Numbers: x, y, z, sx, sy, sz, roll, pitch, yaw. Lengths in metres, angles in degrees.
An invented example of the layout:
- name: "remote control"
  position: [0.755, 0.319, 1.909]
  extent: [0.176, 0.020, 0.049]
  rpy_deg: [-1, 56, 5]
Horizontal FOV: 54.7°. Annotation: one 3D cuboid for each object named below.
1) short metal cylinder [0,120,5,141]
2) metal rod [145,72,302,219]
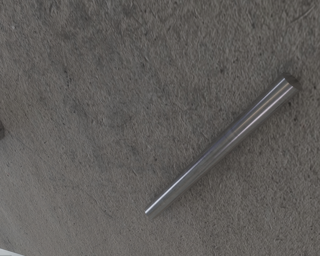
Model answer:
- name: "short metal cylinder"
  position: [-0.337, 0.002, 0.569]
  extent: [0.080, 0.050, 0.079]
  rpy_deg: [13, 124, 21]
- name: "metal rod"
  position: [0.059, 0.043, 0.402]
  extent: [0.025, 0.025, 0.298]
  rpy_deg: [40, 129, 1]
